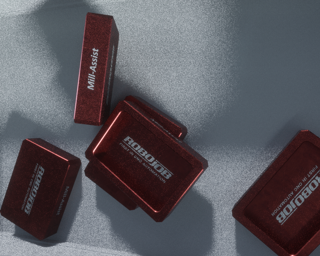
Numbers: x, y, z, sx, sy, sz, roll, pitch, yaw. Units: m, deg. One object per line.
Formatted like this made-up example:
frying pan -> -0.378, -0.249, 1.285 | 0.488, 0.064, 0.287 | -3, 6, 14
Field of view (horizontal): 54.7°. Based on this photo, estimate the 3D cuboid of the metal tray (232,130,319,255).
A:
metal tray -> 0.157, 0.077, 0.351 | 0.090, 0.030, 0.130 | 40, 102, 15

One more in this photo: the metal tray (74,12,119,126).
metal tray -> -0.079, -0.070, 0.401 | 0.030, 0.090, 0.129 | 7, 93, -3

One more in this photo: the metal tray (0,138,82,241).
metal tray -> -0.183, 0.091, 0.473 | 0.090, 0.030, 0.129 | 23, 98, 18

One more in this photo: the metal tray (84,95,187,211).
metal tray -> -0.034, 0.033, 0.420 | 0.090, 0.030, 0.129 | 34, 101, 16

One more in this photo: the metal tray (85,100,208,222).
metal tray -> -0.019, 0.038, 0.381 | 0.130, 0.030, 0.090 | 39, 102, 15
